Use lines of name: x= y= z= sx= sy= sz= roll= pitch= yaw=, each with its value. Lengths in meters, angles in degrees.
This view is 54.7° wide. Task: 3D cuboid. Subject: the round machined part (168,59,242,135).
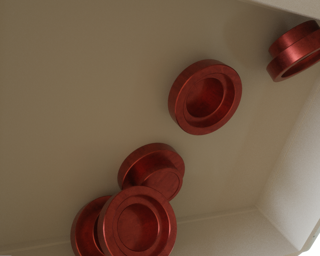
round machined part: x=0.054 y=-0.042 z=0.403 sx=0.099 sy=0.042 sz=0.097 roll=-14 pitch=125 yaw=-21

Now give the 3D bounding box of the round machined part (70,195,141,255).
round machined part: x=-0.064 y=0.139 z=0.412 sx=0.099 sy=0.098 sz=0.042 roll=7 pitch=156 yaw=-32

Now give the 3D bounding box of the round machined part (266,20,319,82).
round machined part: x=0.187 y=-0.106 z=0.416 sx=0.098 sy=0.042 sz=0.098 roll=-26 pitch=168 yaw=-6

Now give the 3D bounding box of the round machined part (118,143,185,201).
round machined part: x=-0.007 y=0.073 z=0.441 sx=0.099 sy=0.042 sz=0.097 roll=-14 pitch=124 yaw=-21

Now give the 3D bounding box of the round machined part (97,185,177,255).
round machined part: x=-0.031 y=0.124 z=0.386 sx=0.099 sy=0.098 sz=0.042 roll=4 pitch=158 yaw=-31
